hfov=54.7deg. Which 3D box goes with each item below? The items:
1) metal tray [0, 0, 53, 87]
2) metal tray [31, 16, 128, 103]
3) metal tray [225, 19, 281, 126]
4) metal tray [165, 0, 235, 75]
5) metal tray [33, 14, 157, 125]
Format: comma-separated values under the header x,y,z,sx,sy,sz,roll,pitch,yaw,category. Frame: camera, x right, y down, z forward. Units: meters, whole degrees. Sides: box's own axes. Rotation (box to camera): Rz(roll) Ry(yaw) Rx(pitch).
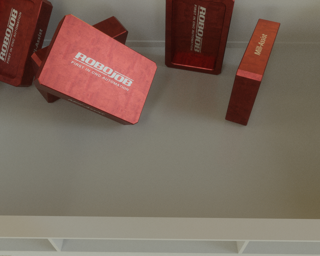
x,y,z,sx,sy,sz,roll,pitch,yaw,category
-0.219,-0.134,0.450,0.090,0.129,0.030,20,9,6,metal tray
-0.111,-0.096,0.439,0.131,0.090,0.030,-36,82,-26,metal tray
0.129,-0.078,0.429,0.030,0.090,0.130,18,52,15,metal tray
0.055,-0.143,0.457,0.090,0.129,0.030,11,51,9,metal tray
-0.075,-0.067,0.387,0.131,0.030,0.090,24,77,-29,metal tray
